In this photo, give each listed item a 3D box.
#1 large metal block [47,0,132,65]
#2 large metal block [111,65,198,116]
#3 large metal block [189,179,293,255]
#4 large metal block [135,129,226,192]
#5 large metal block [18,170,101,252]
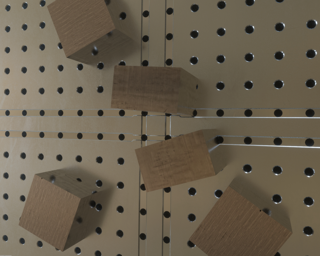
[{"bbox_3d":[-0.097,-0.147,0.432,0.080,0.050,0.080,-25,82,18],"label":"large metal block"},{"bbox_3d":[-0.004,-0.044,0.384,0.080,0.080,0.050,6,92,19],"label":"large metal block"},{"bbox_3d":[0.095,0.120,0.366,0.080,0.050,0.080,36,101,16],"label":"large metal block"},{"bbox_3d":[0.028,0.036,0.373,0.080,0.080,0.050,-18,84,19],"label":"large metal block"},{"bbox_3d":[-0.145,0.116,0.449,0.080,0.050,0.080,22,97,18],"label":"large metal block"}]
